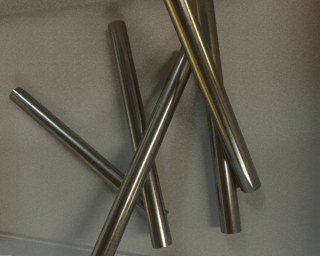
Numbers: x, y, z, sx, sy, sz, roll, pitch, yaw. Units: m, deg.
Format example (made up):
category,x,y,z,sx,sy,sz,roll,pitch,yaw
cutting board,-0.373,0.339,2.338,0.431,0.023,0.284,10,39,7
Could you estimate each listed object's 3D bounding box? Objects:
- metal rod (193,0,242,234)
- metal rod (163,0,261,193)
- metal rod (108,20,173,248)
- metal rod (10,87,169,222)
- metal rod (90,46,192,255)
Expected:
category,x,y,z,sx,sy,sz,roll,pitch,yaw
metal rod,0.070,-0.022,0.385,0.025,0.025,0.298,-7,88,20
metal rod,0.049,-0.059,0.329,0.025,0.025,0.299,-19,108,19
metal rod,-0.029,0.000,0.406,0.025,0.025,0.299,-16,79,19
metal rod,-0.112,0.033,0.449,0.300,0.025,0.025,37,102,16
metal rod,-0.018,0.034,0.373,0.025,0.025,0.299,20,80,19
